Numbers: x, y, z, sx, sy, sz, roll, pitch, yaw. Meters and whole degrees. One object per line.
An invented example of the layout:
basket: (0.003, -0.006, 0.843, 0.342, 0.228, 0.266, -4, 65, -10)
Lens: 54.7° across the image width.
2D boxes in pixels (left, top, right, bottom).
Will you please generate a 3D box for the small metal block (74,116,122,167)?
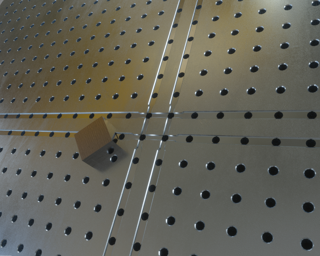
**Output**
small metal block: (-0.089, 0.019, 0.442, 0.050, 0.025, 0.050, -34, 52, 6)
